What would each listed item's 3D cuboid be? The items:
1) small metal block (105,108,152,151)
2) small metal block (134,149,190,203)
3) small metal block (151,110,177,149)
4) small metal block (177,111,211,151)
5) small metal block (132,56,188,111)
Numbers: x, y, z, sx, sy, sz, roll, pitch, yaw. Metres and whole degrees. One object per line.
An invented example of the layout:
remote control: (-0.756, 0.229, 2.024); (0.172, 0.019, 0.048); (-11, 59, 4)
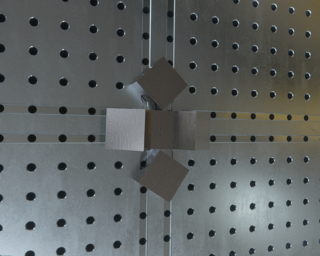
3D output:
small metal block: (-0.039, 0.002, 0.385); (0.050, 0.025, 0.050); (2, 90, 16)
small metal block: (0.002, 0.062, 0.413); (0.050, 0.025, 0.050); (36, 79, -15)
small metal block: (0.001, 0.002, 0.412); (0.050, 0.025, 0.050); (1, 89, -20)
small metal block: (0.046, 0.004, 0.415); (0.050, 0.025, 0.050); (4, 88, -60)
small metal block: (0.000, -0.057, 0.412); (0.050, 0.025, 0.050); (-46, 104, -15)
